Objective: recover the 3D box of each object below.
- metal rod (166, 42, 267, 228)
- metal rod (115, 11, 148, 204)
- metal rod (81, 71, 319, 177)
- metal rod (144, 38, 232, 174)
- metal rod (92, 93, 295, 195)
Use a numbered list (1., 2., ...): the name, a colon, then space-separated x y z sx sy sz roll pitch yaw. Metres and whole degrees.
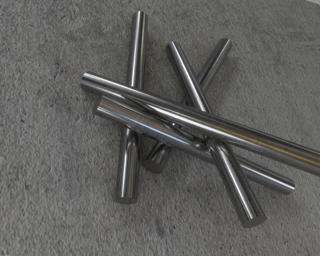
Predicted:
1. metal rod: 0.057 -0.017 0.398 0.025 0.025 0.300 5 45 -26
2. metal rod: -0.034 -0.048 0.414 0.025 0.025 0.299 14 56 -20
3. metal rod: 0.043 -0.009 0.354 0.301 0.025 0.025 21 50 15
4. metal rod: 0.055 -0.052 0.464 0.025 0.025 0.301 36 51 -4
5. metal rod: 0.059 0.030 0.392 0.302 0.025 0.025 24 53 -23
